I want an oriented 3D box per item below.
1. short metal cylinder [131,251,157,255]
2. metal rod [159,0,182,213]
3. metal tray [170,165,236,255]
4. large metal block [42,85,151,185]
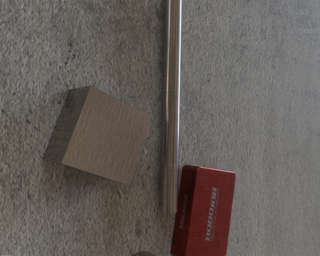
[{"bbox_3d":[-0.012,0.201,0.381,0.081,0.050,0.079,0,90,-40],"label":"short metal cylinder"},{"bbox_3d":[0.015,-0.038,0.418,0.025,0.025,0.298,2,89,-40],"label":"metal rod"},{"bbox_3d":[0.067,0.125,0.460,0.091,0.030,0.129,15,81,-39],"label":"metal tray"},{"bbox_3d":[-0.066,0.010,0.335,0.080,0.050,0.080,27,73,-37],"label":"large metal block"}]
